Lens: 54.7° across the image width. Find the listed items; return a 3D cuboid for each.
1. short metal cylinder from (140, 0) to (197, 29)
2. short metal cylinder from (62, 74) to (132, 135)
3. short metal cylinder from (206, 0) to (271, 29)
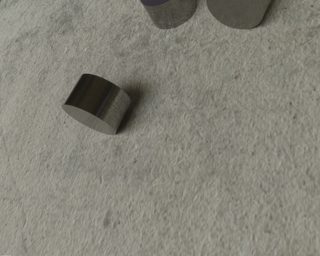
[{"bbox_3d":[0.014,-0.210,0.508,0.080,0.050,0.080,-13,56,20],"label":"short metal cylinder"},{"bbox_3d":[-0.087,-0.031,0.432,0.080,0.080,0.050,13,69,33],"label":"short metal cylinder"},{"bbox_3d":[0.111,-0.182,0.422,0.080,0.080,0.050,17,71,34],"label":"short metal cylinder"}]
